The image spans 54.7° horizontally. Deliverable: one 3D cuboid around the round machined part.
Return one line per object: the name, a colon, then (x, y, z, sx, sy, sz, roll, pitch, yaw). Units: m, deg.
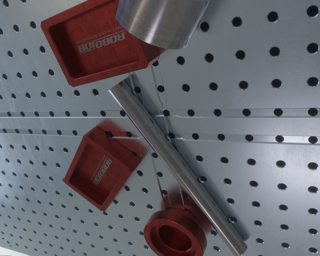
round machined part: (0.027, 0.166, 0.489, 0.098, 0.042, 0.097, 13, 124, 21)

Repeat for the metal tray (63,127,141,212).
metal tray: (-0.098, 0.070, 0.502, 0.090, 0.030, 0.129, 37, 129, 3)

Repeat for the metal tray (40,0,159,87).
metal tray: (-0.076, -0.107, 0.381, 0.130, 0.030, 0.090, -8, 115, 31)

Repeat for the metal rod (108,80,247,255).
metal rod: (0.030, 0.062, 0.433, 0.025, 0.025, 0.299, -29, 103, 37)

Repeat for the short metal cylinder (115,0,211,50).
short metal cylinder: (0.002, -0.121, 0.300, 0.080, 0.080, 0.050, 34, 129, 6)
